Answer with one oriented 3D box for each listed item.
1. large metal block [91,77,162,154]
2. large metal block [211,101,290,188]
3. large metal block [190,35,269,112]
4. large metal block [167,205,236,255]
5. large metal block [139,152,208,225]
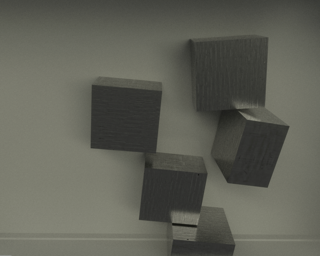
[{"bbox_3d":[-0.041,-0.017,0.391,0.081,0.050,0.079,5,110,-2],"label":"large metal block"},{"bbox_3d":[0.107,0.017,0.388,0.050,0.080,0.079,8,110,-9],"label":"large metal block"},{"bbox_3d":[0.081,-0.068,0.374,0.081,0.050,0.079,-4,110,1],"label":"large metal block"},{"bbox_3d":[0.054,0.154,0.440,0.081,0.080,0.050,6,110,-3],"label":"large metal block"},{"bbox_3d":[0.016,0.082,0.429,0.081,0.050,0.079,6,110,-3],"label":"large metal block"}]
